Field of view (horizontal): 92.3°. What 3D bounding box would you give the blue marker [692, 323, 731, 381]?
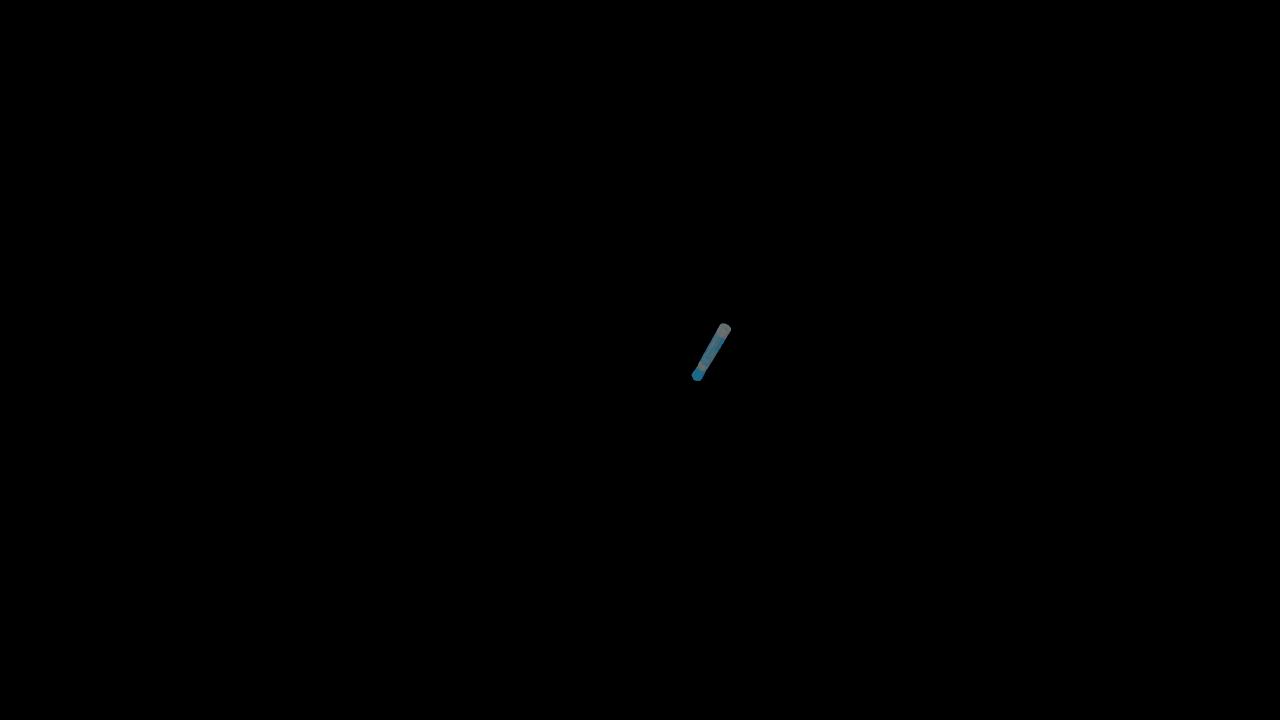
[{"bbox_3d":[0.111,-0.009,0.973,0.020,0.020,0.121,0,-42,-25],"label":"blue marker"}]
